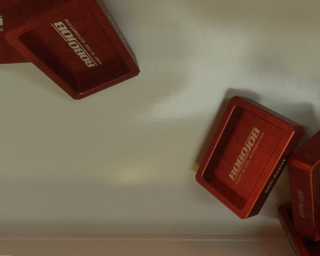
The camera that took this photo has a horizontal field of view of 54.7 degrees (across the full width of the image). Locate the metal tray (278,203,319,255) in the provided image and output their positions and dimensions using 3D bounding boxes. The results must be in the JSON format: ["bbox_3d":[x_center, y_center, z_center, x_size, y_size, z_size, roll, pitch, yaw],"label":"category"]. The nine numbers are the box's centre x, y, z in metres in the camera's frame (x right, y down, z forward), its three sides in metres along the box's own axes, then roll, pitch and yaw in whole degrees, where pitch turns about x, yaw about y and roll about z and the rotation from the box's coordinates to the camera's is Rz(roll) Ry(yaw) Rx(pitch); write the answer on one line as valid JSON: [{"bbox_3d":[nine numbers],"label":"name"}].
[{"bbox_3d":[0.225,0.150,0.410,0.090,0.130,0.030,-16,120,6],"label":"metal tray"}]

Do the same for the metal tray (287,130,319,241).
[{"bbox_3d":[0.206,0.070,0.393,0.091,0.030,0.129,-34,123,-23],"label":"metal tray"}]

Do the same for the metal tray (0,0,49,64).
[{"bbox_3d":[-0.202,-0.121,0.362,0.131,0.030,0.089,-3,110,1],"label":"metal tray"}]

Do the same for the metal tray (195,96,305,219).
[{"bbox_3d":[0.107,0.036,0.391,0.030,0.090,0.129,2,117,-45],"label":"metal tray"}]

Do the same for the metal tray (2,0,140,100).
[{"bbox_3d":[-0.086,-0.087,0.332,0.090,0.030,0.130,-22,153,8],"label":"metal tray"}]
